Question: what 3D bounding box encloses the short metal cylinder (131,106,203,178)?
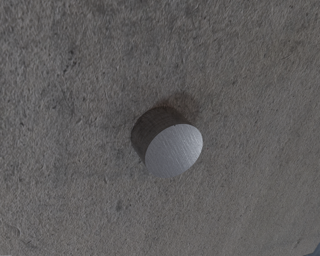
[{"bbox_3d":[0.008,0.018,0.406,0.081,0.050,0.080,-14,124,-21],"label":"short metal cylinder"}]
